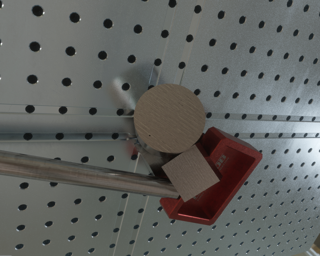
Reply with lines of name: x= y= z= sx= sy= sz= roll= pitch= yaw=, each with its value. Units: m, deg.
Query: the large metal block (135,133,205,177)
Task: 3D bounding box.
large metal block: x=0.023 y=0.043 z=0.434 sx=0.080 sy=0.050 sz=0.080 roll=-31 pitch=129 yaw=-9

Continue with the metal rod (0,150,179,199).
metal rod: x=-0.116 y=0.047 z=0.340 sx=0.302 sy=0.025 sz=0.025 roll=13 pitch=112 yaw=-22

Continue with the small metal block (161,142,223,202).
small metal block: x=0.039 y=0.053 z=0.373 sx=0.050 sy=0.050 sz=0.025 roll=-36 pitch=172 yaw=17

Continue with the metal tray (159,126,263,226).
metal tray: x=0.070 y=0.070 z=0.423 sx=0.091 sy=0.030 sz=0.129 roll=23 pitch=106 yaw=-37

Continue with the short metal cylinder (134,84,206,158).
short metal cylinder: x=0.010 y=-0.007 z=0.370 sx=0.080 sy=0.080 sz=0.050 roll=-31 pitch=171 yaw=-9
